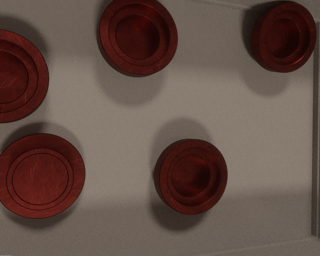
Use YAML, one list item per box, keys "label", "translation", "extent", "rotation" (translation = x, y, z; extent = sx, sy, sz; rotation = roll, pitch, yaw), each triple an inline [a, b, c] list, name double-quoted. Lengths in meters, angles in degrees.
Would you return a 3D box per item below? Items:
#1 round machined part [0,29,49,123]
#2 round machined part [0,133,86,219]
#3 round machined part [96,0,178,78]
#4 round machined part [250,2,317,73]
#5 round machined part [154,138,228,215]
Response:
- label: "round machined part"
  translation: [-0.173, -0.054, 0.337]
  extent: [0.099, 0.042, 0.097]
  rotation: [0, 90, -21]
- label: "round machined part"
  translation: [-0.135, 0.055, 0.352]
  extent: [0.099, 0.042, 0.097]
  rotation: [0, 90, -21]
- label: "round machined part"
  translation: [-0.031, -0.112, 0.391]
  extent: [0.099, 0.042, 0.097]
  rotation: [0, 90, -21]
- label: "round machined part"
  translation: [0.178, -0.133, 0.461]
  extent: [0.099, 0.042, 0.097]
  rotation: [-4, 104, -16]
- label: "round machined part"
  translation: [0.038, 0.063, 0.417]
  extent: [0.099, 0.042, 0.097]
  rotation: [0, 90, -21]
